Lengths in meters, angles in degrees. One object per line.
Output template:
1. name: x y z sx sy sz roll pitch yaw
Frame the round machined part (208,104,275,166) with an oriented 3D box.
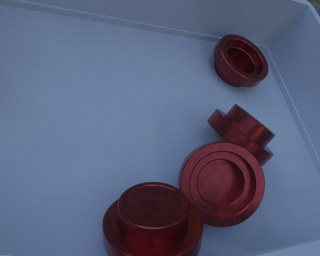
1. round machined part: 0.116 0.004 0.422 0.098 0.042 0.098 36 14 -10

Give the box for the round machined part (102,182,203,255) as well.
1. round machined part: -0.007 0.089 0.304 0.099 0.042 0.098 2 26 -1

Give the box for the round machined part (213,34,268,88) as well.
1. round machined part: 0.133 -0.110 0.533 0.099 0.042 0.098 14 56 -21

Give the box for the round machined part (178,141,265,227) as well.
1. round machined part: 0.070 0.064 0.373 0.099 0.042 0.097 0 89 -3
